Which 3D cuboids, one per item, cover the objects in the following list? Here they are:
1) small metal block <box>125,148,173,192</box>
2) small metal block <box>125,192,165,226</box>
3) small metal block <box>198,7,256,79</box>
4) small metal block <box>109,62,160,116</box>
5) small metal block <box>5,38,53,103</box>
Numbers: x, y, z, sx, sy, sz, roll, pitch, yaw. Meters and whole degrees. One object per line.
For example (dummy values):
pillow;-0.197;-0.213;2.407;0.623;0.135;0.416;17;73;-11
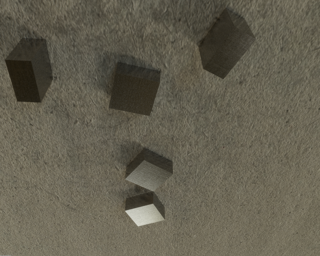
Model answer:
small metal block;-0.016;0.063;0.460;0.050;0.025;0.050;29;124;-22
small metal block;-0.024;0.137;0.524;0.050;0.025;0.050;-18;128;14
small metal block;0.066;-0.087;0.317;0.025;0.050;0.050;24;126;-19
small metal block;-0.031;-0.046;0.368;0.050;0.025;0.050;11;129;-10
small metal block;-0.139;-0.063;0.336;0.025;0.050;0.050;2;130;-2
